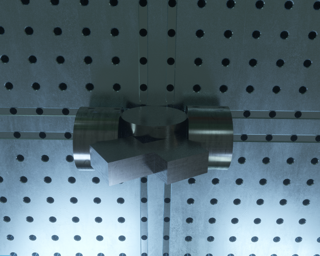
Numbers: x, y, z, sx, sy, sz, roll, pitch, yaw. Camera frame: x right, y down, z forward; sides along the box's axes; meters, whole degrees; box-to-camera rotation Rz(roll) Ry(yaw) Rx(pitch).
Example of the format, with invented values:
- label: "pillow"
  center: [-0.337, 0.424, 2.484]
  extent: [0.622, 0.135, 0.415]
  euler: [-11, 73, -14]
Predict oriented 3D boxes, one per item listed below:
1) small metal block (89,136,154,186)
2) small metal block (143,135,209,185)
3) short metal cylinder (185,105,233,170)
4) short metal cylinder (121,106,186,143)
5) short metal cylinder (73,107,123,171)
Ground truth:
- label: "small metal block"
  center: [-0.040, 0.032, 0.325]
  extent: [0.050, 0.050, 0.025]
  euler: [-11, 114, -30]
- label: "small metal block"
  center: [0.016, 0.032, 0.330]
  extent: [0.050, 0.050, 0.025]
  euler: [-11, 113, -29]
- label: "short metal cylinder"
  center: [0.058, 0.012, 0.388]
  extent: [0.050, 0.080, 0.079]
  euler: [1, 110, 0]
- label: "short metal cylinder"
  center: [-0.007, 0.008, 0.386]
  extent: [0.081, 0.080, 0.050]
  euler: [1, 110, -1]
- label: "short metal cylinder"
  center: [-0.073, 0.013, 0.388]
  extent: [0.050, 0.080, 0.079]
  euler: [1, 110, 0]
